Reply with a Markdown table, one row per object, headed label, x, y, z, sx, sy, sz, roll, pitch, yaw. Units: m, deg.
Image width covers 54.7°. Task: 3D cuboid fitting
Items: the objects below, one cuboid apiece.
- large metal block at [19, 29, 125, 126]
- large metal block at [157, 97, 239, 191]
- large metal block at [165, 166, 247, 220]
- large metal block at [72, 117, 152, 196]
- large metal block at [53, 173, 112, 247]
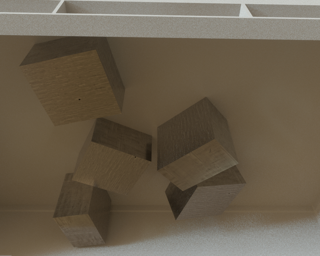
| label | x | y | z | sx | sy | sz | roll | pitch | yaw |
| --- | --- | --- | --- | --- | --- | --- | --- | --- | --- |
| large metal block | -0.091 | -0.055 | 0.345 | 0.080 | 0.050 | 0.080 | -10 | 130 | 8 |
| large metal block | 0.044 | 0.020 | 0.391 | 0.080 | 0.080 | 0.050 | -32 | 123 | 24 |
| large metal block | 0.064 | 0.088 | 0.454 | 0.081 | 0.050 | 0.079 | 2 | 133 | -26 |
| large metal block | -0.065 | 0.041 | 0.426 | 0.080 | 0.050 | 0.079 | 21 | 127 | -18 |
| large metal block | -0.115 | 0.123 | 0.476 | 0.050 | 0.080 | 0.080 | -8 | 130 | 6 |
